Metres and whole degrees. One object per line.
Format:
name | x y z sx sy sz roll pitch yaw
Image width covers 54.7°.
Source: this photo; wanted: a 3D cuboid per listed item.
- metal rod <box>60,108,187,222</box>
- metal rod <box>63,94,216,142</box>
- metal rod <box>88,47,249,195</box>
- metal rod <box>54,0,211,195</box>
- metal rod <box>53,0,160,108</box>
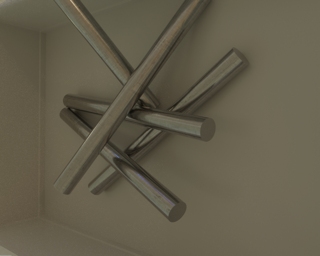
metal rod | -0.072 0.032 0.433 0.300 0.025 0.025 32 110 45
metal rod | -0.053 -0.022 0.425 0.300 0.025 0.025 13 99 46
metal rod | -0.007 0.008 0.410 0.299 0.025 0.025 -42 65 31
metal rod | -0.037 -0.041 0.382 0.025 0.025 0.299 41 98 32
metal rod | -0.100 -0.139 0.374 0.025 0.025 0.300 -26 111 37
